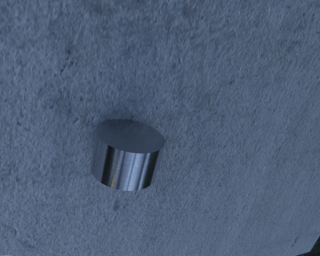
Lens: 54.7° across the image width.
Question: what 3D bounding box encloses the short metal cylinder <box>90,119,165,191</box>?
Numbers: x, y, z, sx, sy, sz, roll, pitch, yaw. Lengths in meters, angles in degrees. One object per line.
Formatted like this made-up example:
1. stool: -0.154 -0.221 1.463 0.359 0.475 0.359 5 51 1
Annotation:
1. short metal cylinder: -0.039 0.030 0.370 0.081 0.080 0.050 0 119 -29
